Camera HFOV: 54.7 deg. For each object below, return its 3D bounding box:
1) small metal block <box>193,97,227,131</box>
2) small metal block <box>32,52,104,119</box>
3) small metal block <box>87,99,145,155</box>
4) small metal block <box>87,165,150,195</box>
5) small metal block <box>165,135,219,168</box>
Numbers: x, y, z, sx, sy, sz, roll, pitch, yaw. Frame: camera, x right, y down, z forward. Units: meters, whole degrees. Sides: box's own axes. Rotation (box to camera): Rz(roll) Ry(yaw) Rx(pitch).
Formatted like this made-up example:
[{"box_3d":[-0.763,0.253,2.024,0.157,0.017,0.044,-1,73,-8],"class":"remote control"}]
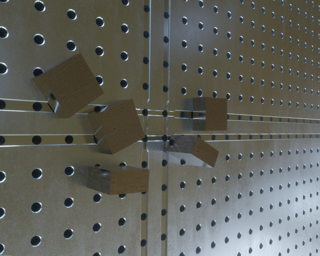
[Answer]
[{"box_3d":[0.078,-0.021,0.477,0.050,0.025,0.050,-1,91,-40],"class":"small metal block"},{"box_3d":[-0.096,-0.045,0.330,0.050,0.025,0.050,-43,116,-32],"class":"small metal block"},{"box_3d":[-0.051,-0.002,0.368,0.050,0.025,0.050,-28,108,-37],"class":"small metal block"},{"box_3d":[-0.048,0.058,0.354,0.050,0.050,0.025,5,87,-40],"class":"small metal block"},{"box_3d":[0.045,0.033,0.433,0.050,0.050,0.025,33,69,-36],"class":"small metal block"}]
